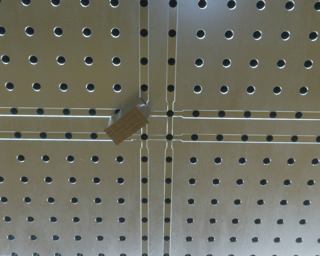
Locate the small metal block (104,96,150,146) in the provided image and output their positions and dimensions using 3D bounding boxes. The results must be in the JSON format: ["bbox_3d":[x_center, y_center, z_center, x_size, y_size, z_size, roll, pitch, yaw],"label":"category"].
[{"bbox_3d":[-0.040,-0.010,0.396,0.050,0.050,0.025,-35,106,12],"label":"small metal block"}]
